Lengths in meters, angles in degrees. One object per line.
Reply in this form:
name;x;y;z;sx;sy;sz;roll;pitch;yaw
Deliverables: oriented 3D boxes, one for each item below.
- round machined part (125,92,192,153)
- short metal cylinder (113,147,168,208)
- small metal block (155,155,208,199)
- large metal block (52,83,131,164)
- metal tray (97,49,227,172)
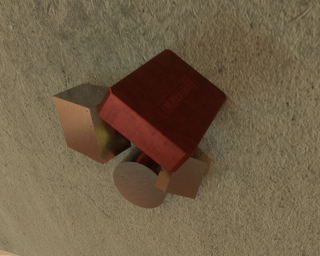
round machined part;-0.006;-0.008;0.395;0.098;0.042;0.097;13;124;20
short metal cylinder;-0.019;0.067;0.443;0.080;0.050;0.079;13;124;20
small metal block;0.028;0.060;0.399;0.050;0.050;0.025;21;178;-34
large metal block;-0.091;-0.008;0.417;0.080;0.050;0.079;18;128;38
metal tray;0.010;-0.026;0.317;0.090;0.131;0.030;39;129;1
